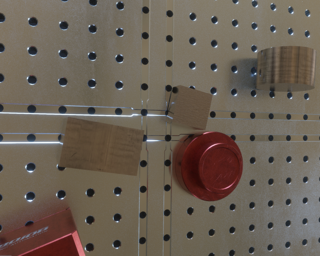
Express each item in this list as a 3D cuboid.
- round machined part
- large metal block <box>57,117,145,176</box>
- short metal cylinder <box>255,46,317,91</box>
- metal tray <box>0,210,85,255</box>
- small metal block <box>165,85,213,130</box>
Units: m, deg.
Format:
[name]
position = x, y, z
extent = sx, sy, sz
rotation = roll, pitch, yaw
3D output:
[round machined part]
position = 0.075, 0.054, 0.431
extent = 0.099, 0.042, 0.097
rotation = 0, 90, -20
[large metal block]
position = -0.072, 0.020, 0.357
extent = 0.081, 0.080, 0.050
rotation = 10, 87, -20
[short metal cylinder]
position = 0.182, -0.083, 0.450
extent = 0.081, 0.080, 0.050
rotation = 4, 89, -20
[metal tray]
position = -0.150, 0.134, 0.322
extent = 0.131, 0.090, 0.030
rotation = -19, 97, -19
[small metal block]
position = 0.040, -0.027, 0.427
extent = 0.050, 0.025, 0.050
rotation = 14, 85, -20
